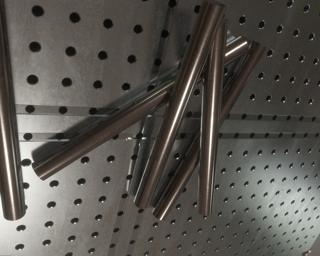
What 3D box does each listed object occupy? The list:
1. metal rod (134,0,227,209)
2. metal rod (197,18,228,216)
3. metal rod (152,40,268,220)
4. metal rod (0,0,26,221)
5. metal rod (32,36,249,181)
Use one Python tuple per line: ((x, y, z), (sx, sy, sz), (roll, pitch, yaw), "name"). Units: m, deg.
((0.014, -0.006, 0.389), (0.025, 0.025, 0.298), (-1, 128, -28), "metal rod")
((0.067, 0.007, 0.420), (0.025, 0.025, 0.298), (-16, 125, -20), "metal rod")
((0.066, 0.014, 0.457), (0.025, 0.025, 0.298), (16, 110, -35), "metal rod")
((-0.159, -0.026, 0.309), (0.025, 0.025, 0.298), (-6, 122, -26), "metal rod")
((-0.018, -0.029, 0.385), (0.301, 0.025, 0.025), (-33, 129, -8), "metal rod")
